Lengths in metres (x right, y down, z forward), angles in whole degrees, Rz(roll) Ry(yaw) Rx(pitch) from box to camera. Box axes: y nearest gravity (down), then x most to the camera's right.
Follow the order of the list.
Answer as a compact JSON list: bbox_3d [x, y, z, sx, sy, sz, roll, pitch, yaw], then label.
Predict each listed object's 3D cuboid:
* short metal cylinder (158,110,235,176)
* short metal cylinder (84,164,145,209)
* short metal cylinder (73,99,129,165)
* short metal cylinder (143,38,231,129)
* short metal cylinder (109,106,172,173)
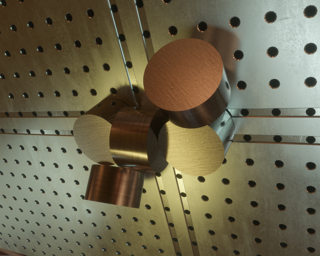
[{"bbox_3d":[0.045,0.011,0.376,0.080,0.050,0.079,13,124,20],"label":"short metal cylinder"},{"bbox_3d":[-0.065,0.086,0.454,0.080,0.050,0.080,9,165,3],"label":"short metal cylinder"},{"bbox_3d":[-0.073,0.006,0.434,0.080,0.050,0.079,13,124,20],"label":"short metal cylinder"},{"bbox_3d":[0.029,-0.045,0.323,0.080,0.080,0.050,8,164,23],"label":"short metal cylinder"},{"bbox_3d":[-0.020,0.014,0.393,0.050,0.080,0.079,5,121,25],"label":"short metal cylinder"}]
